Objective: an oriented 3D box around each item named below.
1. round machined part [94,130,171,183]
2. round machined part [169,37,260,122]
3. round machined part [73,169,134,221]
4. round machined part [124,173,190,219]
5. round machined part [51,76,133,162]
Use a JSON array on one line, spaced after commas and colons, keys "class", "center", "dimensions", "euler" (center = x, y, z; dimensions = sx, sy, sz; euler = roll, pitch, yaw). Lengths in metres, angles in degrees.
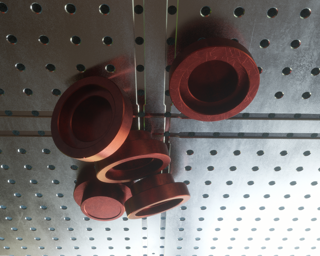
[{"class": "round machined part", "center": [-0.039, 0.036, 0.414], "dimensions": [0.099, 0.042, 0.098], "euler": [-13, 155, -6]}, {"class": "round machined part", "center": [0.059, -0.058, 0.353], "dimensions": [0.099, 0.042, 0.097], "euler": [-1, 130, 0]}, {"class": "round machined part", "center": [-0.089, 0.113, 0.495], "dimensions": [0.099, 0.042, 0.097], "euler": [0, 131, 0]}, {"class": "round machined part", "center": [-0.007, 0.101, 0.468], "dimensions": [0.099, 0.042, 0.098], "euler": [-16, 156, -7]}, {"class": "round machined part", "center": [-0.075, -0.008, 0.364], "dimensions": [0.098, 0.098, 0.042], "euler": [-21, 156, 16]}]
